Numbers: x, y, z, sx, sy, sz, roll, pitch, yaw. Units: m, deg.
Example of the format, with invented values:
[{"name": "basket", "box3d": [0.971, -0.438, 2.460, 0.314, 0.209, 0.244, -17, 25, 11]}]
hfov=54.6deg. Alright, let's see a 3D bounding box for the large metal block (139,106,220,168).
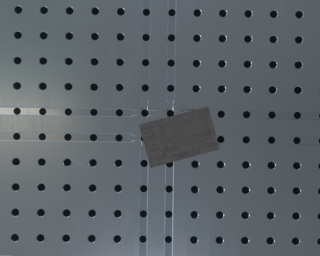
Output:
[{"name": "large metal block", "box3d": [0.022, 0.010, 0.386, 0.080, 0.080, 0.050, -15, 90, 0]}]
